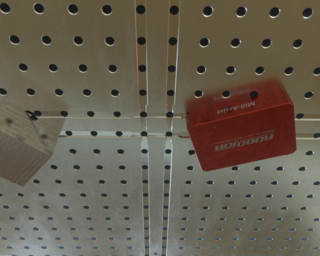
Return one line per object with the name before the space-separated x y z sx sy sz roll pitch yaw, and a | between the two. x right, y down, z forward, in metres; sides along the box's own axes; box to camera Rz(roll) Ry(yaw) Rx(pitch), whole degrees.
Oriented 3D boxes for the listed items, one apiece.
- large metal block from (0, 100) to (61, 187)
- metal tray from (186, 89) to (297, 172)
large metal block | -0.194 0.023 0.413 0.080 0.050 0.080 34 122 -25
metal tray | 0.109 0.007 0.415 0.130 0.030 0.090 -14 129 11
